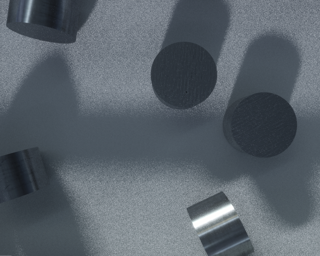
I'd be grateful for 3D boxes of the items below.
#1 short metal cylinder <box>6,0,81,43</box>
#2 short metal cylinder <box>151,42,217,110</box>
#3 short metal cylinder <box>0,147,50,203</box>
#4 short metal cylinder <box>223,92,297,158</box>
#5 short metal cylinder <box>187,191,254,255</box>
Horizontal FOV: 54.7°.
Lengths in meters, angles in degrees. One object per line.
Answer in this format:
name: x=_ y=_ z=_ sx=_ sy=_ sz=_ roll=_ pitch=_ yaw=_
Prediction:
short metal cylinder: x=-0.142 y=-0.141 z=0.382 sx=0.081 sy=0.080 sz=0.050 roll=8 pitch=90 yaw=-1
short metal cylinder: x=0.029 y=-0.065 z=0.399 sx=0.081 sy=0.050 sz=0.079 roll=0 pitch=90 yaw=-1
short metal cylinder: x=-0.184 y=0.059 z=0.382 sx=0.080 sy=0.080 sz=0.050 roll=-17 pitch=90 yaw=0
short metal cylinder: x=0.126 y=-0.004 z=0.401 sx=0.081 sy=0.050 sz=0.079 roll=0 pitch=90 yaw=-1
short metal cylinder: x=0.073 y=0.126 z=0.385 sx=0.050 sy=0.080 sz=0.080 roll=-26 pitch=90 yaw=0
